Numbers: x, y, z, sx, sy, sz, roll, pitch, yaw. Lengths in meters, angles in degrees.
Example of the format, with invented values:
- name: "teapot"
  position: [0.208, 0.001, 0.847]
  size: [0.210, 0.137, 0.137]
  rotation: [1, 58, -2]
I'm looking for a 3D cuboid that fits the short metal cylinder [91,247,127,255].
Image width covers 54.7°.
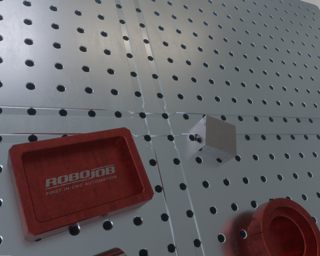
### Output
- name: "short metal cylinder"
  position: [-0.050, 0.148, 0.256]
  size: [0.050, 0.080, 0.080]
  rotation: [-9, 66, -32]

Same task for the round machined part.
- name: "round machined part"
  position: [0.155, 0.142, 0.394]
  size: [0.099, 0.042, 0.098]
  rotation: [14, 56, -21]

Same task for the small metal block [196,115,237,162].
- name: "small metal block"
  position: [0.081, 0.015, 0.442]
  size: [0.050, 0.025, 0.050]
  rotation: [19, 54, -17]

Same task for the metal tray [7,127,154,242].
- name: "metal tray"
  position: [-0.081, 0.053, 0.328]
  size: [0.131, 0.030, 0.090]
  rotation: [-10, 67, -32]
